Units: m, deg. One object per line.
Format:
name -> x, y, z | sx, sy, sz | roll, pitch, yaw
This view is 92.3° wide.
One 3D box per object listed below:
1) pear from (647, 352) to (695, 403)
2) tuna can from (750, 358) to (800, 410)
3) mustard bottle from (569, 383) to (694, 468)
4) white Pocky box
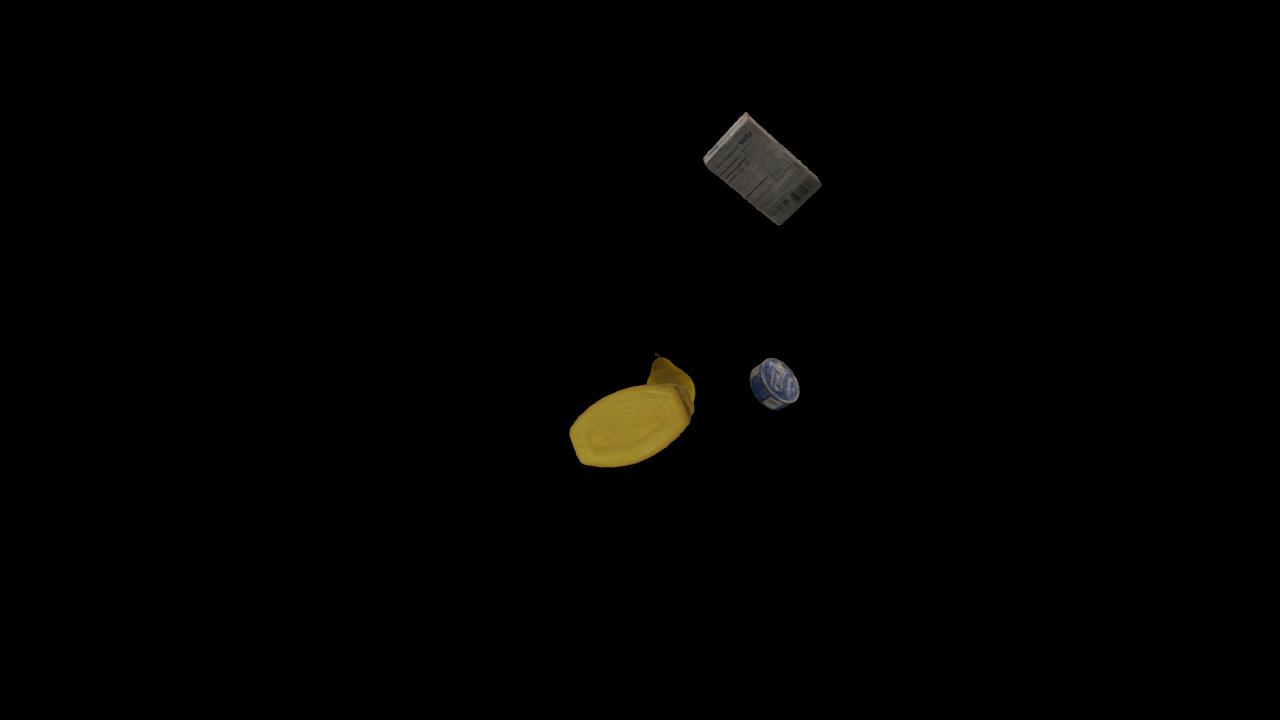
pear -> 0.040, 0.029, 0.896 | 0.080, 0.111, 0.080 | -8, -26, -4
tuna can -> 0.223, 0.041, 1.022 | 0.084, 0.084, 0.034 | 0, -29, -38
mustard bottle -> 0.003, 0.050, 0.530 | 0.092, 0.054, 0.184 | -28, -5, 6
white Pocky box -> 0.170, -0.259, 0.847 | 0.154, 0.028, 0.084 | 29, -56, -29
